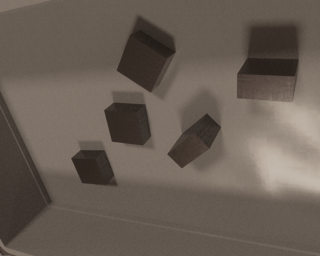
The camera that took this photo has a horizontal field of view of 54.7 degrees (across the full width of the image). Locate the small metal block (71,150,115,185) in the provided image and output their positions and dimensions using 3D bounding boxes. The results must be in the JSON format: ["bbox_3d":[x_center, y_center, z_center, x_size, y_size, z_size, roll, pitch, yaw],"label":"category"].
[{"bbox_3d":[-0.109,0.064,0.503,0.050,0.025,0.050,-2,118,28],"label":"small metal block"}]

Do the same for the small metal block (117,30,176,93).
[{"bbox_3d":[-0.017,-0.079,0.368,0.050,0.025,0.050,34,129,5],"label":"small metal block"}]

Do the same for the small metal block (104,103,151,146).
[{"bbox_3d":[-0.044,-0.006,0.426,0.050,0.025,0.050,5,121,25],"label":"small metal block"}]

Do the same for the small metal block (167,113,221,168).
[{"bbox_3d":[0.042,0.015,0.379,0.025,0.050,0.050,45,129,-3],"label":"small metal block"}]

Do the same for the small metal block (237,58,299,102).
[{"bbox_3d":[0.107,-0.049,0.306,0.050,0.050,0.025,7,122,24],"label":"small metal block"}]
